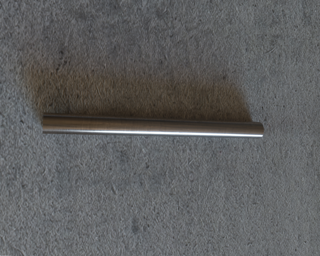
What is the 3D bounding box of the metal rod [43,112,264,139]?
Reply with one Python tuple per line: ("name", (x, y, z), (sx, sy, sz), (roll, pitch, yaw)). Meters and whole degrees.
("metal rod", (0.006, -0.001, 0.412), (0.302, 0.025, 0.025), (2, 90, -20))
